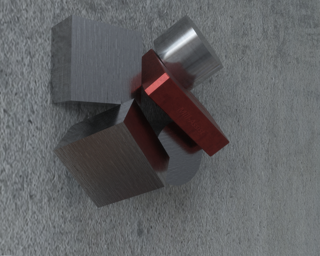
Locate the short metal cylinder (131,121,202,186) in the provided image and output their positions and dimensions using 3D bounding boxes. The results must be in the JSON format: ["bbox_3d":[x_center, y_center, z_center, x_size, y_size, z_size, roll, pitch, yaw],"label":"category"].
[{"bbox_3d":[0.008,0.030,0.398,0.081,0.050,0.080,0,90,-40],"label":"short metal cylinder"}]

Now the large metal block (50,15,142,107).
[{"bbox_3d":[-0.067,-0.065,0.331,0.081,0.050,0.080,1,90,-40],"label":"large metal block"}]

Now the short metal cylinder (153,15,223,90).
[{"bbox_3d":[0.037,-0.095,0.394,0.080,0.050,0.080,46,22,-24],"label":"short metal cylinder"}]

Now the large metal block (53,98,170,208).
[{"bbox_3d":[-0.046,0.027,0.323,0.080,0.080,0.050,60,21,-23],"label":"large metal block"}]

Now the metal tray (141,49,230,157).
[{"bbox_3d":[0.027,-0.031,0.388,0.030,0.090,0.130,-40,122,12],"label":"metal tray"}]
